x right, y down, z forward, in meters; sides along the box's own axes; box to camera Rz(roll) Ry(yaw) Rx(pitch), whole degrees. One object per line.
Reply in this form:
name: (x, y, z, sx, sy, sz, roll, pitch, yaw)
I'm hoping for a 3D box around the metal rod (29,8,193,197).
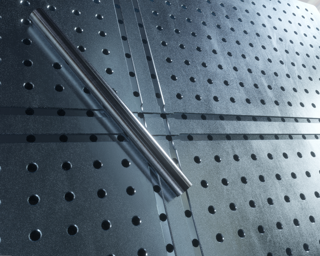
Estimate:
metal rod: (-0.066, -0.037, 0.396, 0.300, 0.025, 0.025, 50, 51, 6)
